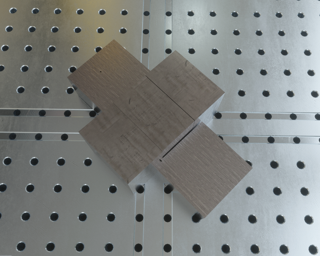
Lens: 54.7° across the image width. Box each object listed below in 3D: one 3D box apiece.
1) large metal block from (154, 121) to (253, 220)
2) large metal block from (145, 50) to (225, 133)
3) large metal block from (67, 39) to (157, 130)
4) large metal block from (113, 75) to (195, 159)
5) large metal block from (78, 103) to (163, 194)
[{"bbox_3d":[0.050,0.053,0.380,0.080,0.050,0.080,-42,76,-13],"label":"large metal block"},{"bbox_3d":[0.029,-0.038,0.397,0.050,0.080,0.080,-43,76,-14],"label":"large metal block"},{"bbox_3d":[-0.061,-0.057,0.416,0.080,0.050,0.080,43,76,13],"label":"large metal block"},{"bbox_3d":[-0.008,-0.005,0.385,0.050,0.080,0.080,-43,76,-14],"label":"large metal block"},{"bbox_3d":[-0.043,0.028,0.372,0.050,0.080,0.080,-43,76,-14],"label":"large metal block"}]
